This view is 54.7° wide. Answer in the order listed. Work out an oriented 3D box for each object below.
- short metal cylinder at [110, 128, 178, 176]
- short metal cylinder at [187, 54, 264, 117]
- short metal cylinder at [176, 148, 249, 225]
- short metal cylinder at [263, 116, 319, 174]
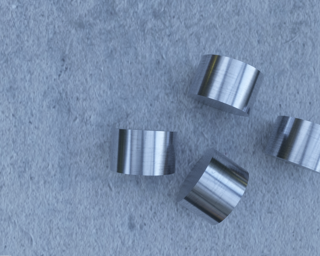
[{"bbox_3d":[-0.020,0.027,0.382,0.081,0.080,0.050,3,90,-1],"label":"short metal cylinder"},{"bbox_3d":[0.080,-0.051,0.384,0.080,0.080,0.050,21,90,-1],"label":"short metal cylinder"},{"bbox_3d":[0.064,0.071,0.383,0.050,0.080,0.080,35,90,0],"label":"short metal cylinder"},{"bbox_3d":[0.177,0.022,0.385,0.080,0.080,0.050,21,90,-1],"label":"short metal cylinder"}]
